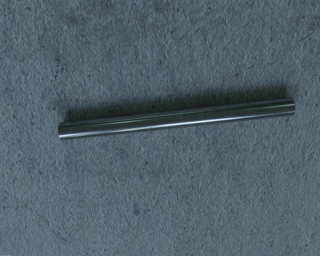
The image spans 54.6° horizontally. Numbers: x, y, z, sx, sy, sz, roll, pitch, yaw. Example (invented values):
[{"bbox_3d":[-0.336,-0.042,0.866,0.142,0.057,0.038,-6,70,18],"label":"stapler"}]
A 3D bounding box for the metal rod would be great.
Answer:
[{"bbox_3d":[0.020,-0.012,0.405,0.301,0.025,0.025,-6,110,2],"label":"metal rod"}]
